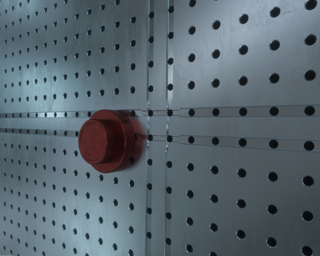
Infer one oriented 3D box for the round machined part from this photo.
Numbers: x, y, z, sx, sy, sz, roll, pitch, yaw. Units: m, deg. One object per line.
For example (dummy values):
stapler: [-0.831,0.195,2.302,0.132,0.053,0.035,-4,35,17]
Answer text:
round machined part: [-0.087,0.020,0.472,0.098,0.042,0.097,0,90,40]
